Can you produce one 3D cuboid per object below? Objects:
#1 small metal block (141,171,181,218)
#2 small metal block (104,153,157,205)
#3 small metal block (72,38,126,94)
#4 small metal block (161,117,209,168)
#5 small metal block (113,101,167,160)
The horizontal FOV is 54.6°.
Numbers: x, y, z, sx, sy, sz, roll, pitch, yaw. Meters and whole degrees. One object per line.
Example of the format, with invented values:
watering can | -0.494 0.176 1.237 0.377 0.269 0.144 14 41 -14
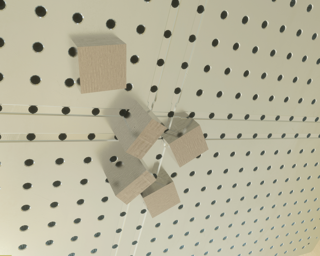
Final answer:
small metal block | -0.001 0.102 0.473 0.050 0.025 0.050 -27 128 -11
small metal block | -0.040 0.064 0.412 0.050 0.050 0.025 -40 129 -1
small metal block | -0.064 -0.068 0.334 0.050 0.025 0.050 -10 123 -23
small metal block | 0.036 0.020 0.443 0.050 0.025 0.050 -32 129 -8
small metal block | -0.026 0.002 0.381 0.025 0.050 0.050 32 100 -38
